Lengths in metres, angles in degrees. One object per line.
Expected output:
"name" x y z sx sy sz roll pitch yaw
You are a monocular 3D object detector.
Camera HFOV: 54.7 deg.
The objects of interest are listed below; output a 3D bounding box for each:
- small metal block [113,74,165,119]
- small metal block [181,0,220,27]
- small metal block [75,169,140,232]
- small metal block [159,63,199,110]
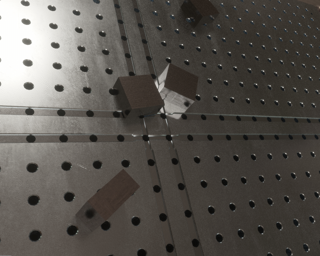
"small metal block" -0.029 -0.044 0.420 0.050 0.025 0.050 -11 68 -33
"small metal block" 0.077 -0.224 0.589 0.050 0.025 0.050 -26 76 -37
"small metal block" -0.054 0.075 0.318 0.025 0.050 0.050 46 51 3
"small metal block" 0.027 -0.062 0.462 0.050 0.025 0.050 23 53 -15
